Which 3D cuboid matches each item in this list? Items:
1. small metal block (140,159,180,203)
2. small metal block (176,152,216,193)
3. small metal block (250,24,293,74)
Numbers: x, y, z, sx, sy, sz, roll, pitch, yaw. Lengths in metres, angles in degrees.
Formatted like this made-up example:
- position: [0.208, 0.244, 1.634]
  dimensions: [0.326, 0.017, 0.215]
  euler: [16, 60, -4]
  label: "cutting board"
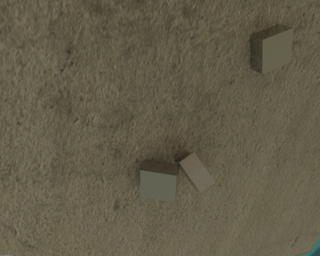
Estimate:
- position: [0.000, 0.075, 0.439]
  dimensions: [0.050, 0.025, 0.050]
  euler: [8, 122, 10]
  label: "small metal block"
- position: [0.049, 0.062, 0.444]
  dimensions: [0.025, 0.050, 0.050]
  euler: [-35, 89, -6]
  label: "small metal block"
- position: [0.153, -0.109, 0.425]
  dimensions: [0.050, 0.025, 0.050]
  euler: [-24, 127, -14]
  label: "small metal block"
